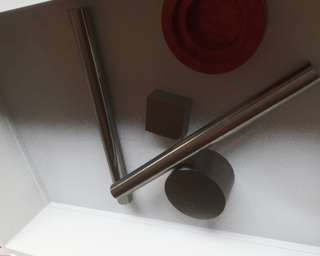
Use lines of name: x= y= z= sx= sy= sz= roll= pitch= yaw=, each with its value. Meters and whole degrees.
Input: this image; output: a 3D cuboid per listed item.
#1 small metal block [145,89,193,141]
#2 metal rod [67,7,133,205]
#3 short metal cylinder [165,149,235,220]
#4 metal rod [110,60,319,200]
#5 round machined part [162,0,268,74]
small metal block: x=0.010 y=-0.016 z=0.392 sx=0.050 sy=0.025 sz=0.050 roll=17 pitch=125 yaw=18
metal rod: x=-0.078 y=-0.013 z=0.439 sx=0.025 sy=0.025 sz=0.298 roll=5 pitch=121 yaw=25
short metal cylinder: x=0.053 y=0.073 z=0.409 sx=0.080 sy=0.050 sz=0.079 roll=13 pitch=124 yaw=20
metal rod: x=0.044 y=0.018 z=0.372 sx=0.299 sy=0.025 sz=0.025 roll=-35 pitch=99 yaw=31
round machined part: x=0.055 y=-0.106 z=0.303 sx=0.098 sy=0.042 sz=0.097 roll=13 pitch=124 yaw=20
